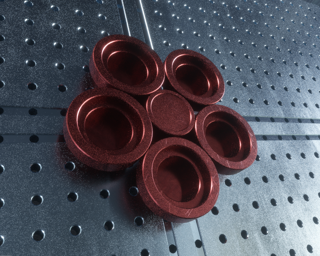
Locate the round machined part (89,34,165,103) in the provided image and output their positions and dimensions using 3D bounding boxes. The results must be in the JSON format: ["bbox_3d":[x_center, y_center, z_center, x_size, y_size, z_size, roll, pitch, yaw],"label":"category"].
[{"bbox_3d":[-0.047,-0.074,0.417,0.099,0.042,0.098,13,56,-21],"label":"round machined part"}]

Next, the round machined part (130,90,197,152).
[{"bbox_3d":[0.006,-0.011,0.406,0.099,0.042,0.098,13,56,-21],"label":"round machined part"}]

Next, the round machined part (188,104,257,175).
[{"bbox_3d":[0.081,0.019,0.428,0.099,0.042,0.098,13,56,-21],"label":"round machined part"}]

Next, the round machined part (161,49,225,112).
[{"bbox_3d":[0.043,-0.065,0.459,0.099,0.042,0.098,13,56,-21],"label":"round machined part"}]

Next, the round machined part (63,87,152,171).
[{"bbox_3d":[-0.062,0.005,0.360,0.099,0.042,0.098,13,56,-21],"label":"round machined part"}]

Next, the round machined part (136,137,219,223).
[{"bbox_3d":[0.017,0.063,0.367,0.099,0.042,0.098,13,56,-21],"label":"round machined part"}]
